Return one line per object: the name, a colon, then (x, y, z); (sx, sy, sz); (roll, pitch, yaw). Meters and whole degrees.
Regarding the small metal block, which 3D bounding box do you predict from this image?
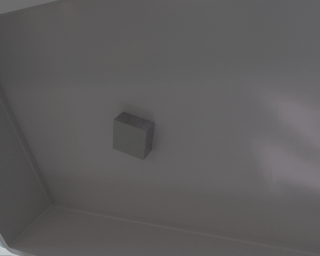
small metal block: (-0.038, 0.011, 0.436); (0.050, 0.025, 0.050); (19, 126, 17)
